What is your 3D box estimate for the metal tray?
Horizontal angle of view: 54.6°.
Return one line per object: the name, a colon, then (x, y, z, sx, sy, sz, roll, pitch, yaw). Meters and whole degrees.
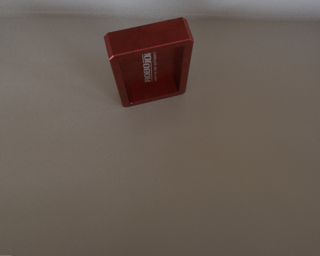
metal tray: (-0.012, -0.073, 0.381, 0.090, 0.130, 0.030, -14, 71, -5)
